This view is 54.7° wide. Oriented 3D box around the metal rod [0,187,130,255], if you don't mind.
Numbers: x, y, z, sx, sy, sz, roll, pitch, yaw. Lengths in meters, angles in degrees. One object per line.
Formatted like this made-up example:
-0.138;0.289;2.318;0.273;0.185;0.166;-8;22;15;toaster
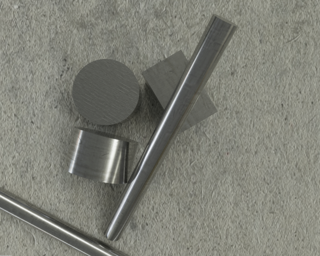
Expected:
-0.084;0.160;0.409;0.301;0.025;0.025;28;90;0;metal rod

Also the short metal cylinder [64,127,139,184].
-0.072;0.032;0.382;0.080;0.080;0.050;15;90;0;short metal cylinder

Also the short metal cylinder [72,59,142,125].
-0.065;-0.043;0.397;0.081;0.050;0.079;0;90;0;short metal cylinder

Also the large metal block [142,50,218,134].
0.022;-0.040;0.383;0.050;0.080;0.080;-31;90;0;large metal block

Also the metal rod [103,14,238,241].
-0.002;0.022;0.344;0.025;0.025;0.298;27;117;0;metal rod
